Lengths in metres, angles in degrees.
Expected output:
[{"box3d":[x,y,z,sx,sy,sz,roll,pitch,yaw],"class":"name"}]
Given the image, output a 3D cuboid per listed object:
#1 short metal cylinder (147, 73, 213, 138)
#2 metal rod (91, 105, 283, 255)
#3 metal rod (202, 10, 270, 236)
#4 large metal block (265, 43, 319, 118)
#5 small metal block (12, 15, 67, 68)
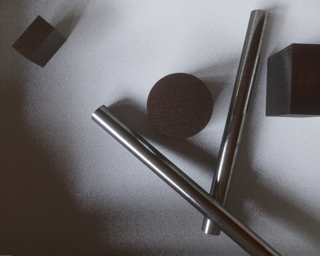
[{"box3d":[0.024,-0.027,0.399,0.081,0.050,0.079,0,90,-1],"class":"short metal cylinder"},{"box3d":[0.032,0.074,0.392,0.300,0.025,0.025,40,90,7],"class":"metal rod"},{"box3d":[0.101,-0.007,0.412,0.025,0.025,0.298,13,90,-1],"class":"metal rod"},{"box3d":[0.172,-0.054,0.386,0.050,0.080,0.079,2,90,0],"class":"large metal block"},{"box3d":[-0.152,-0.109,0.397,0.025,0.050,0.050,40,90,-1],"class":"small metal block"}]
